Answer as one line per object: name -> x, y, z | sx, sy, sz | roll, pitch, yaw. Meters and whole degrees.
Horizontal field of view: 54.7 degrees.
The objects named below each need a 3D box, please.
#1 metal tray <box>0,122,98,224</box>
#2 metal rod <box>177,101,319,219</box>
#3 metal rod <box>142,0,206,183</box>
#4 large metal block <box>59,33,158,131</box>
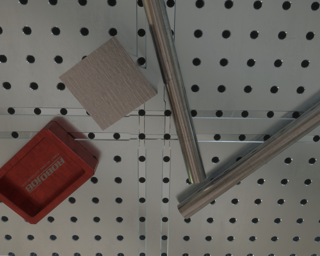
metal tray -> -0.164, 0.065, 0.432 | 0.130, 0.030, 0.090 | -40, 106, 13
metal rod -> 0.147, 0.032, 0.427 | 0.300, 0.025, 0.025 | -39, 106, 12
metal rod -> 0.016, -0.063, 0.390 | 0.025, 0.025, 0.298 | -14, 110, 5
large metal block -> -0.059, -0.057, 0.378 | 0.080, 0.050, 0.080 | -33, 107, 11
